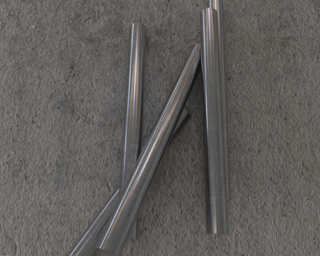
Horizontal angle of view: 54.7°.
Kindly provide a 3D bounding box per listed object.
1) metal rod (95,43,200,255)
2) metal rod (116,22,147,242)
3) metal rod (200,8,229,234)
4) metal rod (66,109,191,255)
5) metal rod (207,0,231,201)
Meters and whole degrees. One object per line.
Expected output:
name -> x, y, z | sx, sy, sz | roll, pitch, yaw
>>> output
metal rod -> 0.004, 0.003, 0.371 | 0.025, 0.025, 0.300 | 20, 58, 7
metal rod -> -0.033, -0.015, 0.395 | 0.025, 0.025, 0.299 | 0, 63, 0
metal rod -> 0.066, -0.024, 0.392 | 0.025, 0.025, 0.299 | 1, 69, 0
metal rod -> -0.054, 0.095, 0.372 | 0.025, 0.025, 0.300 | 33, 73, 11
metal rod -> 0.079, -0.053, 0.427 | 0.025, 0.025, 0.299 | 2, 70, 1
